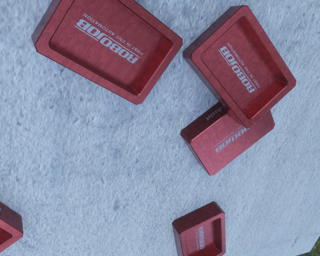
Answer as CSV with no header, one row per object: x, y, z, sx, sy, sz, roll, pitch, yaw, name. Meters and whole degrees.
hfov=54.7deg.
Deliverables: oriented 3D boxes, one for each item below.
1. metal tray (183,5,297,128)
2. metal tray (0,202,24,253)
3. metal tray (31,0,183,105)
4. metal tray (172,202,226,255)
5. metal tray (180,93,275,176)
0.103,-0.074,0.392,0.090,0.030,0.130,-44,114,1,metal tray
-0.232,0.106,0.342,0.090,0.030,0.130,-36,129,-5,metal tray
-0.050,-0.090,0.321,0.131,0.030,0.090,27,103,-38,metal tray
0.075,0.205,0.574,0.091,0.030,0.129,-21,127,-16,metal tray
0.104,0.002,0.464,0.130,0.030,0.090,-37,130,-4,metal tray
